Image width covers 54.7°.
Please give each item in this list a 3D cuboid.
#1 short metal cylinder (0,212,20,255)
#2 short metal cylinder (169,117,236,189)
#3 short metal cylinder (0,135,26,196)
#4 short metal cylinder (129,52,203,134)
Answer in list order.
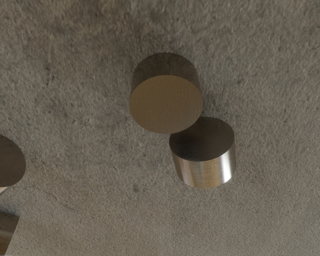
[{"bbox_3d":[-0.279,0.182,0.522,0.050,0.080,0.080,24,126,-19],"label":"short metal cylinder"},{"bbox_3d":[0.056,0.030,0.398,0.080,0.080,0.050,-9,130,7],"label":"short metal cylinder"},{"bbox_3d":[-0.231,0.053,0.413,0.050,0.080,0.080,-35,122,25],"label":"short metal cylinder"},{"bbox_3d":[0.007,-0.039,0.357,0.081,0.050,0.079,0,130,0],"label":"short metal cylinder"}]
